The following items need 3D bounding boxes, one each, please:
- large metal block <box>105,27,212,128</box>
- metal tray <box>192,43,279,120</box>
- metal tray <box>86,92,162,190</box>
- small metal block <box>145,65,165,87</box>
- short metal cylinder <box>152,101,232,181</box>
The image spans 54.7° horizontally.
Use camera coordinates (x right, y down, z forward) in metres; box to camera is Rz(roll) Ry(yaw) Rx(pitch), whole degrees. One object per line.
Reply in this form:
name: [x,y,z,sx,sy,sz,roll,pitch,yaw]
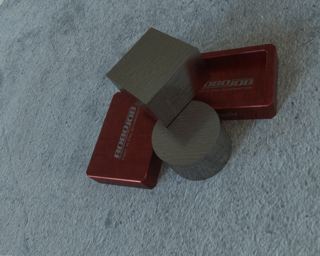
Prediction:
large metal block: [-0.002,-0.061,0.361,0.080,0.050,0.080,-48,51,-6]
metal tray: [0.079,-0.055,0.394,0.130,0.030,0.090,-1,61,27]
metal tray: [-0.036,0.012,0.415,0.090,0.030,0.130,1,62,28]
small metal block: [-0.006,-0.061,0.430,0.050,0.050,0.025,1,62,28]
short metal cylinder: [0.038,0.015,0.360,0.080,0.050,0.080,-13,56,21]
